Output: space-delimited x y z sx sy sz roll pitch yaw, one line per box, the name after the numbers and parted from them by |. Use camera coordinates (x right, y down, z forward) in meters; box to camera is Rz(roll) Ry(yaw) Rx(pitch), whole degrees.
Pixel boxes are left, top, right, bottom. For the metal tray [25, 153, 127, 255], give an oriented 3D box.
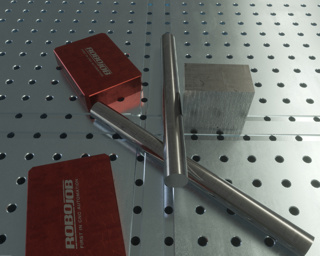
-0.088 0.094 0.324 0.091 0.030 0.130 -10 51 -9 | metal tray

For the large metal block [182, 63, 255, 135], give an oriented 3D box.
0.070 -0.036 0.403 0.081 0.080 0.050 2 50 1 | large metal block

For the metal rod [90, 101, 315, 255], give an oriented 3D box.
0.030 0.047 0.368 0.300 0.025 0.025 32 57 23 | metal rod

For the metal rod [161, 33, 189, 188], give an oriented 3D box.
0.015 -0.049 0.428 0.025 0.025 0.300 0 44 -1 | metal rod

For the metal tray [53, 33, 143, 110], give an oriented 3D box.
-0.097 -0.092 0.481 0.091 0.030 0.130 -26 55 -21 | metal tray
